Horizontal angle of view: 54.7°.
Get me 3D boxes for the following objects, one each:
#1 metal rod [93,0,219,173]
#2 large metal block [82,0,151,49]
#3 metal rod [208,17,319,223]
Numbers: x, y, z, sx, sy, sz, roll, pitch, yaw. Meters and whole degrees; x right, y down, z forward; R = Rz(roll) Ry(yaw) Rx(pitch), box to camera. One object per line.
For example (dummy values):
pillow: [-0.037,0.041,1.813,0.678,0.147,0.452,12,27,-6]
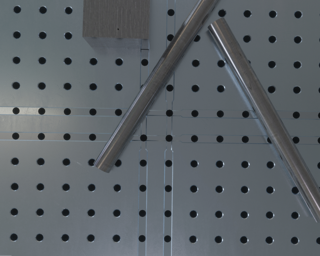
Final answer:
metal rod: [0.002,-0.073,0.413,0.025,0.025,0.299,33,90,0]
large metal block: [-0.053,-0.149,0.400,0.081,0.050,0.079,2,90,0]
metal rod: [0.148,-0.010,0.414,0.025,0.025,0.299,-29,90,0]
